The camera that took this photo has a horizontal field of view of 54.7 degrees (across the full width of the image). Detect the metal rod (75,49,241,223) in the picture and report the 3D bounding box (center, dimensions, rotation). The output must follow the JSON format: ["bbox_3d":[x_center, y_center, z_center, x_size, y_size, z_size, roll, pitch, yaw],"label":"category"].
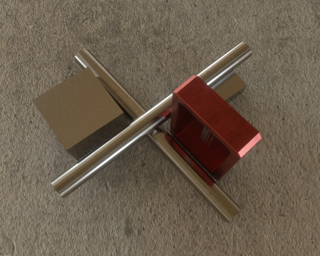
[{"bbox_3d":[-0.012,0.000,0.409,0.025,0.025,0.300,-40,75,-13],"label":"metal rod"}]

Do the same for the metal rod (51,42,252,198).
[{"bbox_3d":[-0.001,-0.018,0.389,0.301,0.025,0.025,-37,75,-13],"label":"metal rod"}]

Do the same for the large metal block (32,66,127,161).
[{"bbox_3d":[-0.100,-0.018,0.400,0.080,0.050,0.080,-35,74,-12],"label":"large metal block"}]

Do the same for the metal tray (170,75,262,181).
[{"bbox_3d":[0.054,0.007,0.351,0.030,0.130,0.090,-41,75,-13],"label":"metal tray"}]

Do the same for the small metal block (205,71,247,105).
[{"bbox_3d":[0.083,-0.059,0.432,0.050,0.025,0.050,-34,74,-12],"label":"small metal block"}]
